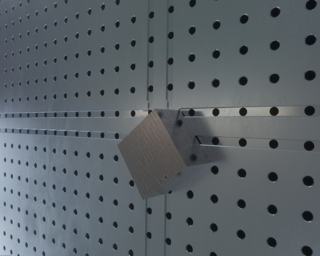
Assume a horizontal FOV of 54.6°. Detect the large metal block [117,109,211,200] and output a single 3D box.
[{"bbox_3d":[0.003,0.032,0.392,0.080,0.050,0.080,-42,64,32],"label":"large metal block"}]
